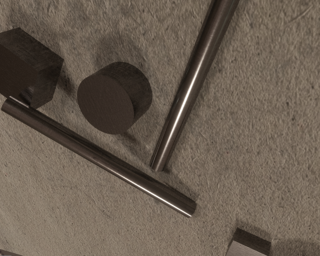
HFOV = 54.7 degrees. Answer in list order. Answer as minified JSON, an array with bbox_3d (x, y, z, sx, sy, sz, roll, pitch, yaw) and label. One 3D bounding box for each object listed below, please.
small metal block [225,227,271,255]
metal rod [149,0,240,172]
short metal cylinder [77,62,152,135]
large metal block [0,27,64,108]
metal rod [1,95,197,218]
[{"bbox_3d":[0.127,0.180,0.451,0.050,0.025,0.050,21,126,15],"label":"small metal block"},{"bbox_3d":[0.039,-0.058,0.349,0.025,0.025,0.298,28,128,10],"label":"metal rod"},{"bbox_3d":[-0.057,-0.038,0.395,0.080,0.050,0.079,13,124,20],"label":"short metal cylinder"},{"bbox_3d":[-0.194,-0.081,0.440,0.080,0.050,0.079,36,129,4],"label":"large metal block"},{"bbox_3d":[-0.081,0.044,0.439,0.301,0.025,0.025,31,129,-7],"label":"metal rod"}]
